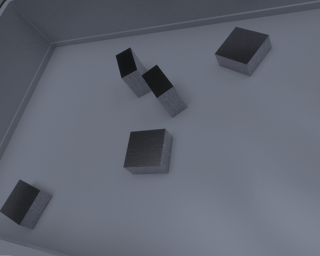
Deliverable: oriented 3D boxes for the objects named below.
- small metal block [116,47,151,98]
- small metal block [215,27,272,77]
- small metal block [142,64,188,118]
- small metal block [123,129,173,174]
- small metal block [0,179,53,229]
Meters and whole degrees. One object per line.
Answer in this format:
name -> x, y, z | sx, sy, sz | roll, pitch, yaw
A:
small metal block -> -0.038, -0.081, 0.458 | 0.025, 0.050, 0.050 | -27, 53, 12
small metal block -> 0.110, -0.102, 0.410 | 0.050, 0.025, 0.050 | 31, 78, 37
small metal block -> 0.006, -0.049, 0.415 | 0.025, 0.050, 0.050 | -36, 51, 5
small metal block -> -0.014, 0.031, 0.393 | 0.050, 0.025, 0.050 | -5, 59, 25
small metal block -> -0.189, 0.107, 0.437 | 0.050, 0.025, 0.050 | 15, 69, 33
